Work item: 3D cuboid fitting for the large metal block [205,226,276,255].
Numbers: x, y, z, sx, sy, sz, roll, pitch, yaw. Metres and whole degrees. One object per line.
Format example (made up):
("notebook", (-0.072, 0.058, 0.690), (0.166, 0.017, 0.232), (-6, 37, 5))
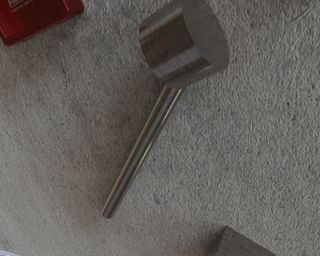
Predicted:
("large metal block", (0.111, 0.205, 0.458), (0.080, 0.050, 0.079), (29, 128, 9))

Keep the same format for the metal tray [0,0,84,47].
("metal tray", (-0.167, -0.165, 0.387), (0.130, 0.030, 0.090), (-11, 113, 32))

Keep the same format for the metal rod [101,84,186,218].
("metal rod", (-0.035, 0.045, 0.451), (0.025, 0.025, 0.298), (33, 129, 6))

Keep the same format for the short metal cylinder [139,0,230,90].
("short metal cylinder", (0.026, -0.084, 0.305), (0.050, 0.080, 0.080), (-22, 107, 36))
